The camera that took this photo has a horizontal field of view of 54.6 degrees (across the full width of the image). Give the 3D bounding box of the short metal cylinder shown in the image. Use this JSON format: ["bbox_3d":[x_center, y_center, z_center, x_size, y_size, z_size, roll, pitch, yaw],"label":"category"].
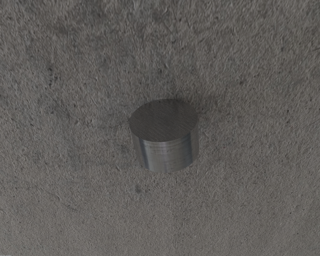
[{"bbox_3d":[0.007,0.008,0.378,0.080,0.080,0.050,-5,130,4],"label":"short metal cylinder"}]
